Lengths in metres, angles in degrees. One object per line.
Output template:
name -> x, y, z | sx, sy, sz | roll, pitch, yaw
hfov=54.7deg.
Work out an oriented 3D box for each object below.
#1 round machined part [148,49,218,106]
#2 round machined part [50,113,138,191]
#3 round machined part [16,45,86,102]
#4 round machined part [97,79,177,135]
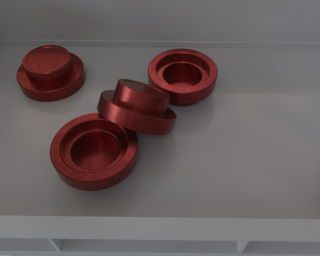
round machined part -> 0.032, -0.070, 0.453 | 0.099, 0.042, 0.098 | 0, 50, 0
round machined part -> -0.075, 0.032, 0.367 | 0.099, 0.042, 0.098 | 0, 50, 0
round machined part -> -0.166, -0.088, 0.467 | 0.099, 0.042, 0.098 | 0, 50, 0
round machined part -> -0.025, -0.031, 0.387 | 0.099, 0.042, 0.098 | 18, 16, -5
